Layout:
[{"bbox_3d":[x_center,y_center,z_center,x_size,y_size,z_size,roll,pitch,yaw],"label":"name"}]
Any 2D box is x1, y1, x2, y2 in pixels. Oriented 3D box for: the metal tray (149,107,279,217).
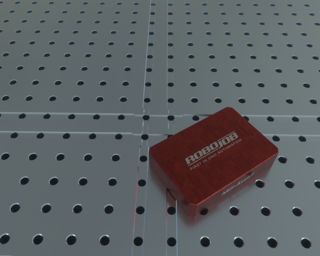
[{"bbox_3d":[0.063,0.035,0.376,0.131,0.030,0.090,-27,55,-21],"label":"metal tray"}]
